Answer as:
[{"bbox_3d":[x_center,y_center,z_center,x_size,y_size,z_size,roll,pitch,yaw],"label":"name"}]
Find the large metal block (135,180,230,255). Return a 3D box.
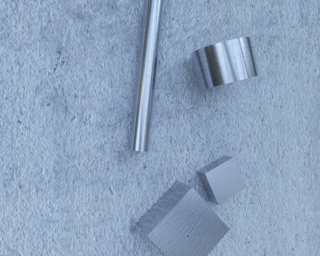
[{"bbox_3d":[0.029,0.130,0.408,0.080,0.050,0.080,-44,104,-15],"label":"large metal block"}]

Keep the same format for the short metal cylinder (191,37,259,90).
[{"bbox_3d":[0.086,-0.085,0.413,0.081,0.080,0.050,-16,96,-20],"label":"short metal cylinder"}]

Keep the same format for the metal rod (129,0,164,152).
[{"bbox_3d":[-0.012,-0.119,0.405,0.025,0.025,0.298,7,88,-20],"label":"metal rod"}]

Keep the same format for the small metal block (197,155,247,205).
[{"bbox_3d":[0.088,0.074,0.443,0.050,0.025,0.050,-27,99,-18],"label":"small metal block"}]
